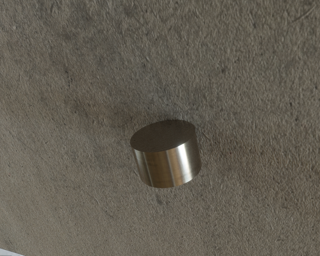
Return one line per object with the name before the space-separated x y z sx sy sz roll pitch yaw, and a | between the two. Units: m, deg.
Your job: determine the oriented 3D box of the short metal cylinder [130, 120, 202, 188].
short metal cylinder | 0.008 0.030 0.386 0.080 0.080 0.050 1 119 28
